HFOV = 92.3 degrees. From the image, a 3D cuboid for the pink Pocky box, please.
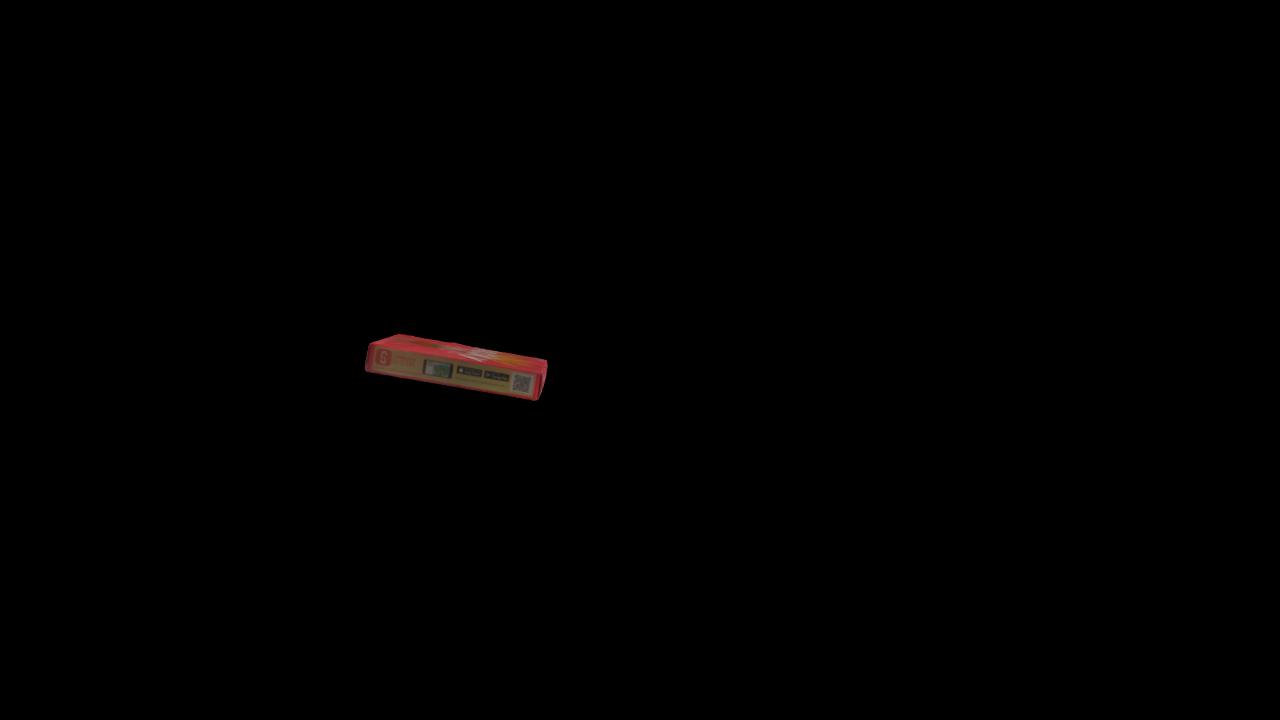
[{"bbox_3d":[-0.167,0.005,0.583,0.155,0.029,0.084,10,7,-6],"label":"pink Pocky box"}]
